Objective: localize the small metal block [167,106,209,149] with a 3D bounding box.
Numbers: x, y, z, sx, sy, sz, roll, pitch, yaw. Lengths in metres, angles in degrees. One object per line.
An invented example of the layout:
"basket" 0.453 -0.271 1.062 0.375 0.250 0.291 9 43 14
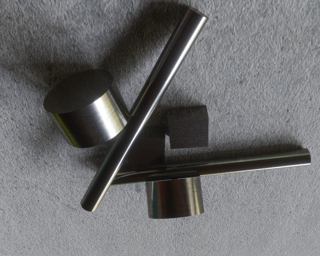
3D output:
"small metal block" 0.037 0.000 0.407 0.050 0.025 0.050 -4 130 3

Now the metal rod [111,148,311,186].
"metal rod" 0.062 0.059 0.457 0.302 0.025 0.025 -7 130 5

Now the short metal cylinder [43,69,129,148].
"short metal cylinder" -0.081 -0.023 0.350 0.080 0.080 0.050 -13 129 10

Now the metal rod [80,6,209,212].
"metal rod" -0.032 -0.003 0.377 0.025 0.025 0.298 22 119 -18

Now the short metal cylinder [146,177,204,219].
"short metal cylinder" 0.021 0.100 0.450 0.081 0.050 0.080 -6 170 -1

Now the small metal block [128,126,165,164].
"small metal block" -0.019 0.024 0.427 0.050 0.025 0.050 1 130 -1
